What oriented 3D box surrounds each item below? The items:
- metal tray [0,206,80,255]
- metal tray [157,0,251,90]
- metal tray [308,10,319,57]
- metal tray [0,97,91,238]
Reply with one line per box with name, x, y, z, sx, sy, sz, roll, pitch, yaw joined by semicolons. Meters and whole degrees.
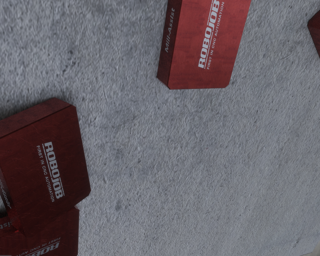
metal tray;-0.167;0.146;0.380;0.131;0.030;0.089;-14;124;-39
metal tray;0.051;-0.111;0.363;0.091;0.030;0.129;-5;121;-26
metal tray;0.288;-0.166;0.457;0.130;0.030;0.090;-45;129;3
metal tray;-0.127;0.043;0.336;0.091;0.030;0.129;-35;135;-42
